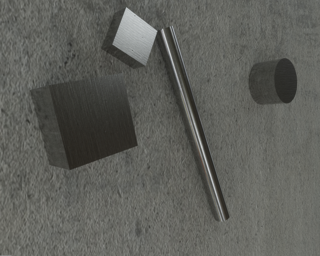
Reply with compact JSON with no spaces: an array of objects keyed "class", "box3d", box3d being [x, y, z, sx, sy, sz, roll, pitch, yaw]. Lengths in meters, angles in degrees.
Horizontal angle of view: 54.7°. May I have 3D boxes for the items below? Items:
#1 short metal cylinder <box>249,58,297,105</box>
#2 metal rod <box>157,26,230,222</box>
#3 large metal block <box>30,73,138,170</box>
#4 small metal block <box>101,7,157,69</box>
[{"class":"short metal cylinder","box3d":[0.207,-0.083,0.565,0.081,0.050,0.079,0,90,-40]},{"class":"metal rod","box3d":[0.052,0.004,0.450,0.025,0.025,0.298,-30,109,-36]},{"class":"large metal block","box3d":[-0.078,-0.009,0.325,0.081,0.050,0.079,-19,102,-39]},{"class":"small metal block","box3d":[-0.036,-0.107,0.376,0.050,0.025,0.050,27,73,-37]}]
